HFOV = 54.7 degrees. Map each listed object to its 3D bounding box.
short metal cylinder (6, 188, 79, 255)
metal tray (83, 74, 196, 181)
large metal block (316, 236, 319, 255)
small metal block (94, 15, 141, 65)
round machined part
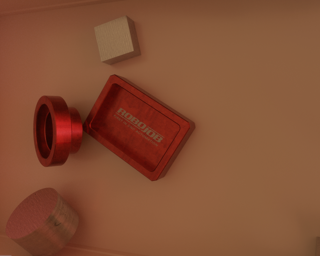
[{"bbox_3d":[-0.162,0.130,0.430,0.080,0.080,0.050,-18,125,19],"label":"short metal cylinder"},{"bbox_3d":[-0.031,-0.002,0.417,0.130,0.030,0.090,34,101,16],"label":"metal tray"},{"bbox_3d":[0.198,0.154,0.307,0.080,0.080,0.050,5,92,26],"label":"large metal block"},{"bbox_3d":[-0.059,-0.121,0.430,0.050,0.025,0.050,-14,86,19],"label":"small metal block"},{"bbox_3d":[-0.142,0.004,0.434,0.098,0.042,0.097,3,93,52],"label":"round machined part"}]
